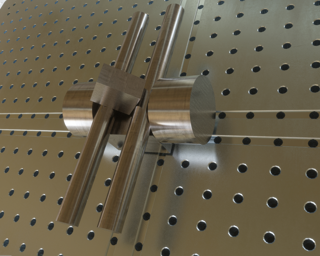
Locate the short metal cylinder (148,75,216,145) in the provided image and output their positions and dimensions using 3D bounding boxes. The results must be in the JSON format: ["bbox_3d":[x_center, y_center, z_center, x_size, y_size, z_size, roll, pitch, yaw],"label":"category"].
[{"bbox_3d":[0.028,-0.021,0.365,0.050,0.080,0.080,0,62,29],"label":"short metal cylinder"}]

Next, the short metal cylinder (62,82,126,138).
[{"bbox_3d":[-0.086,-0.024,0.429,0.050,0.080,0.080,2,63,29],"label":"short metal cylinder"}]

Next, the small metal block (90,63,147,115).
[{"bbox_3d":[-0.049,-0.043,0.359,0.050,0.050,0.025,137,151,-62],"label":"small metal block"}]

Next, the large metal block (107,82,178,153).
[{"bbox_3d":[-0.023,-0.015,0.409,0.080,0.050,0.080,1,62,28],"label":"large metal block"}]

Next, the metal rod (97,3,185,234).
[{"bbox_3d":[-0.014,-0.031,0.366,0.025,0.025,0.300,1,62,28],"label":"metal rod"}]

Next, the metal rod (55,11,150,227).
[{"bbox_3d":[-0.063,-0.029,0.391,0.025,0.025,0.300,1,62,28],"label":"metal rod"}]
